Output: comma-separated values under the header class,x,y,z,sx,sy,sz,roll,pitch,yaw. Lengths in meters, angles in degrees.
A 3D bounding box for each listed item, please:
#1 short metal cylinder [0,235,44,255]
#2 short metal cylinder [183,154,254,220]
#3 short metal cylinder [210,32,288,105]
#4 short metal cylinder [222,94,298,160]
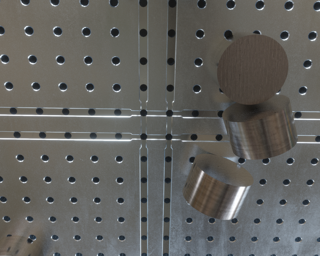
class,x,y,z,sx,sy,sz,roll,pitch,yaw
short metal cylinder,-0.228,0.215,0.477,0.081,0.050,0.079,0,110,0
short metal cylinder,0.076,0.076,0.413,0.080,0.080,0.050,16,109,-6
short metal cylinder,0.105,-0.073,0.374,0.081,0.050,0.079,0,110,0
short metal cylinder,0.123,-0.003,0.384,0.080,0.080,0.050,-18,109,6
